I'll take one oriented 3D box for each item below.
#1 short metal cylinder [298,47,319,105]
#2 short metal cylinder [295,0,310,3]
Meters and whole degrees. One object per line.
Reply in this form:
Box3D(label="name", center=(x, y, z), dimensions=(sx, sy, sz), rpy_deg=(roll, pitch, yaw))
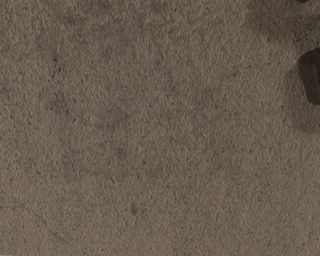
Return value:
Box3D(label="short metal cylinder", center=(0.209, -0.066, 0.359), dimensions=(0.080, 0.080, 0.050), rpy_deg=(-20, 109, 7))
Box3D(label="short metal cylinder", center=(0.145, -0.178, 0.317), dimensions=(0.050, 0.080, 0.079), rpy_deg=(20, 109, -8))
